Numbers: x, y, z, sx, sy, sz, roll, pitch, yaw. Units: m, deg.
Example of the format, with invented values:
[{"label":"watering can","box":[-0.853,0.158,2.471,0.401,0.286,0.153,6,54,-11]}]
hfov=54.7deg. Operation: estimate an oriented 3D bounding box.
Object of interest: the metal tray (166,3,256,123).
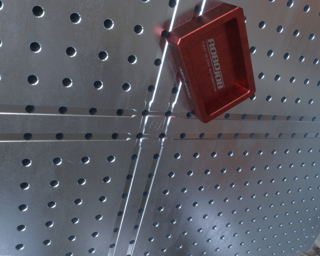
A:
[{"label":"metal tray","box":[0.071,-0.079,0.399,0.090,0.030,0.130,-31,129,-9]}]
